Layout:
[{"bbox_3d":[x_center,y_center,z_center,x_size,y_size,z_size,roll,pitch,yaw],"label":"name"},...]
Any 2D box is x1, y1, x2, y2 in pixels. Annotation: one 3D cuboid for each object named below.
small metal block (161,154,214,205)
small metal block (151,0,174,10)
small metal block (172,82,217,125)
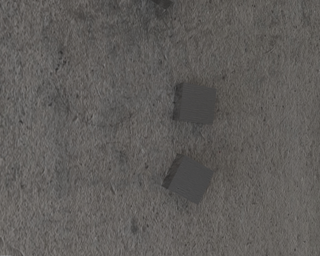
[{"bbox_3d":[0.038,0.069,0.423,0.050,0.025,0.050,30,80,-18],"label":"small metal block"},{"bbox_3d":[0.000,-0.185,0.382,0.050,0.025,0.050,26,82,-19],"label":"small metal block"},{"bbox_3d":[0.047,-0.032,0.426,0.050,0.025,0.050,7,88,-20],"label":"small metal block"}]
